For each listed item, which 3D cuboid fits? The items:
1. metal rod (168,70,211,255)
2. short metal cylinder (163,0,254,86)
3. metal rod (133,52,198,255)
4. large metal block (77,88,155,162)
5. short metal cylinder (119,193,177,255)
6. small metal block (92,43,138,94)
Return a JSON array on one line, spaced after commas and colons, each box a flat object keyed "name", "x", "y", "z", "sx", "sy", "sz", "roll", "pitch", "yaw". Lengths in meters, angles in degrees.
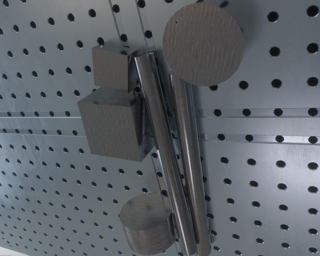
[{"name": "metal rod", "x": 0.046, "y": 0.065, "z": 0.427, "sx": 0.025, "sy": 0.025, "sz": 0.298, "roll": 4, "pitch": 121, "yaw": 26}, {"name": "short metal cylinder", "x": 0.050, "y": -0.089, "z": 0.314, "sx": 0.080, "sy": 0.050, "sz": 0.079, "roll": 13, "pitch": 124, "yaw": 21}, {"name": "metal rod", "x": 0.013, "y": 0.049, "z": 0.420, "sx": 0.025, "sy": 0.025, "sz": 0.298, "roll": -2, "pitch": 113, "yaw": 29}, {"name": "large metal block", "x": -0.055, "y": -0.006, "z": 0.420, "sx": 0.080, "sy": 0.050, "sz": 0.079, "roll": 6, "pitch": 121, "yaw": 25}, {"name": "short metal cylinder", "x": -0.017, "y": 0.144, "z": 0.474, "sx": 0.080, "sy": 0.080, "sz": 0.050, "roll": 3, "pitch": 120, "yaw": 27}, {"name": "small metal block", "x": -0.057, "y": -0.077, "z": 0.394, "sx": 0.050, "sy": 0.025, "sz": 0.050, "roll": 16, "pitch": 125, "yaw": 19}]
